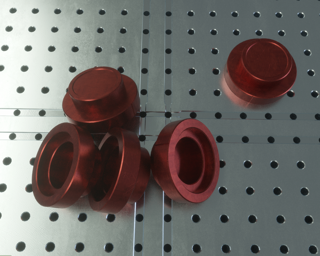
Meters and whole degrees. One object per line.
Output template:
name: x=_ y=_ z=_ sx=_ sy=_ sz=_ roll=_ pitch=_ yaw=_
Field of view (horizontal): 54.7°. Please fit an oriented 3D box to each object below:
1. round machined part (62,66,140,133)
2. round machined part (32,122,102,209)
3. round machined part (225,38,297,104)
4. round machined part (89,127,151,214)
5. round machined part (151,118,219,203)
round machined part: x=-0.078 y=-0.043 z=0.398 sx=0.099 sy=0.042 sz=0.098 roll=-5 pitch=46 yaw=6
round machined part: x=-0.107 y=0.046 z=0.367 sx=0.098 sy=0.042 sz=0.098 roll=-18 pitch=61 yaw=38
round machined part: x=0.144 y=-0.086 z=0.436 sx=0.099 sy=0.042 sz=0.098 roll=0 pitch=70 yaw=-1
round machined part: x=-0.045 y=0.051 z=0.362 sx=0.042 sy=0.098 sz=0.098 roll=18 pitch=68 yaw=-27
round machined part: x=0.026 y=0.040 z=0.370 sx=0.042 sy=0.098 sz=0.098 roll=-11 pitch=63 yaw=42
